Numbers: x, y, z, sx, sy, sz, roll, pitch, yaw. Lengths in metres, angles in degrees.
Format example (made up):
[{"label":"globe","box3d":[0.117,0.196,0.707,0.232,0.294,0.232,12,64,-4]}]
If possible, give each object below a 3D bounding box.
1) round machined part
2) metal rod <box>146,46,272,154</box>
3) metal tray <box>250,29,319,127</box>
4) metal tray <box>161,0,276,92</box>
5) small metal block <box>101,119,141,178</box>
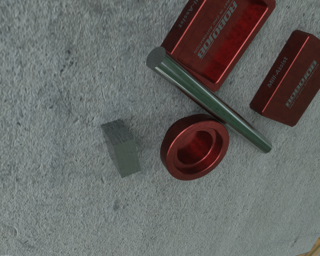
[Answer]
[{"label":"round machined part","box3d":[0.045,0.023,0.436,0.099,0.042,0.097,-14,125,-20]},{"label":"metal rod","box3d":[0.087,-0.020,0.420,0.025,0.025,0.301,-52,136,8]},{"label":"metal tray","box3d":[0.206,-0.071,0.475,0.091,0.030,0.129,15,111,-35]},{"label":"metal tray","box3d":[0.068,-0.118,0.369,0.090,0.030,0.129,24,105,-37]},{"label":"small metal block","box3d":[-0.048,0.024,0.381,0.025,0.050,0.050,-21,127,-16]}]
